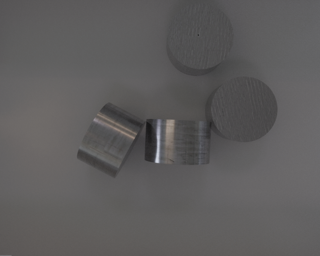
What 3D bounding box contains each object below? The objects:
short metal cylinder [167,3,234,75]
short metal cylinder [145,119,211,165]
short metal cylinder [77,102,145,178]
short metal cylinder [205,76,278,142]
[{"bbox_3d":[0.049,-0.111,0.399,0.081,0.050,0.080,0,90,0],"label":"short metal cylinder"},{"bbox_3d":[0.022,0.016,0.384,0.080,0.080,0.050,3,90,0],"label":"short metal cylinder"},{"bbox_3d":[-0.059,0.015,0.383,0.050,0.080,0.080,28,90,0],"label":"short metal cylinder"},{"bbox_3d":[0.102,-0.023,0.399,0.081,0.050,0.080,0,90,0],"label":"short metal cylinder"}]
